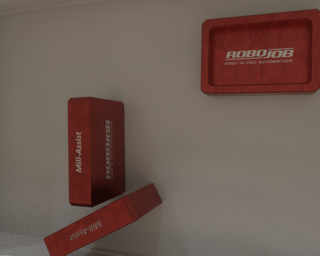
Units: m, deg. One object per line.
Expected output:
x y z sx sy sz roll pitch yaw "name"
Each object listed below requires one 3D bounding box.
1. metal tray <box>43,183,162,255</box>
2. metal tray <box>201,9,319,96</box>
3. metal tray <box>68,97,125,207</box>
-0.071 0.119 0.400 0.130 0.090 0.030 -30 80 17 "metal tray"
0.116 -0.085 0.366 0.130 0.030 0.089 1 90 20 "metal tray"
-0.079 0.028 0.403 0.030 0.090 0.129 -1 90 20 "metal tray"
